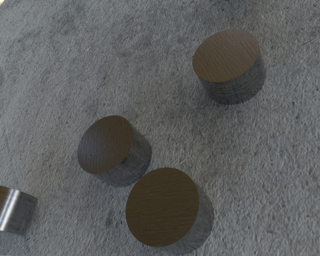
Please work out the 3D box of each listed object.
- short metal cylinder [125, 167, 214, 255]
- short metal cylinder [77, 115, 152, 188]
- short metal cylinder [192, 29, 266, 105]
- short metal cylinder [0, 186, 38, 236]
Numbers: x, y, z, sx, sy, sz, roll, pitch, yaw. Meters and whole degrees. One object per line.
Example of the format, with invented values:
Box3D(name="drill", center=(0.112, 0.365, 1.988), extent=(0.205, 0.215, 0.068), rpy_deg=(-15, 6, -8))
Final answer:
Box3D(name="short metal cylinder", center=(0.011, 0.088, 0.328), extent=(0.080, 0.050, 0.080), rpy_deg=(-13, 56, 21))
Box3D(name="short metal cylinder", center=(-0.058, 0.031, 0.400), extent=(0.080, 0.050, 0.080), rpy_deg=(-13, 56, 21))
Box3D(name="short metal cylinder", center=(0.087, -0.076, 0.389), extent=(0.080, 0.050, 0.080), rpy_deg=(-13, 56, 21))
Box3D(name="short metal cylinder", center=(-0.213, 0.110, 0.413), extent=(0.080, 0.080, 0.050), rpy_deg=(-2, 61, 27))
